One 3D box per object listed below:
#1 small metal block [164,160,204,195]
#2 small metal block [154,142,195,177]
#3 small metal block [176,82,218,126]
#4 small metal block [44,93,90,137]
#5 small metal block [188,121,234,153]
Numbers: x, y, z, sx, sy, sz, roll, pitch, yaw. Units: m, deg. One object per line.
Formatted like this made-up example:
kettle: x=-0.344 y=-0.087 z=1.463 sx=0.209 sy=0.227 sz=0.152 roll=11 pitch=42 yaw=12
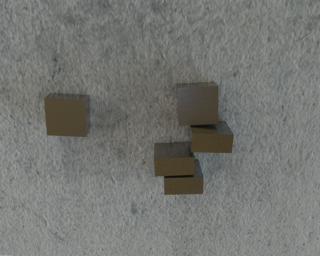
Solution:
small metal block: x=0.030 y=0.066 z=0.421 sx=0.050 sy=0.050 sz=0.025 roll=-1 pitch=110 yaw=0
small metal block: x=0.018 y=0.040 z=0.412 sx=0.050 sy=0.050 sz=0.025 roll=-3 pitch=110 yaw=0
small metal block: x=0.048 y=-0.031 z=0.399 sx=0.050 sy=0.025 sz=0.050 roll=-3 pitch=110 yaw=0
small metal block: x=-0.119 y=-0.017 z=0.402 sx=0.050 sy=0.025 sz=0.050 roll=3 pitch=110 yaw=-2
small metal block: x=0.064 y=0.010 z=0.401 sx=0.050 sy=0.050 sz=0.025 roll=2 pitch=110 yaw=-1
